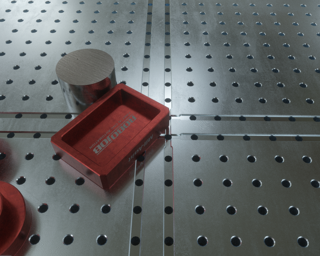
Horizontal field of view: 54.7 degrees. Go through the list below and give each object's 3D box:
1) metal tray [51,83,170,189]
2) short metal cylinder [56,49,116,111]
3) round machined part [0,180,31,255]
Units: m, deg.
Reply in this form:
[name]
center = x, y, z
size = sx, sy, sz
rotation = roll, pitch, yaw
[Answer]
[metal tray]
center = -0.060, 0.004, 0.400
size = 0.090, 0.030, 0.131
rotation = 30, 56, 22
[short metal cylinder]
center = -0.104, -0.071, 0.449
size = 0.081, 0.050, 0.080
rotation = 0, 50, 0
[round machined part]
center = -0.188, 0.095, 0.315
size = 0.099, 0.042, 0.098
rotation = 0, 50, 0
